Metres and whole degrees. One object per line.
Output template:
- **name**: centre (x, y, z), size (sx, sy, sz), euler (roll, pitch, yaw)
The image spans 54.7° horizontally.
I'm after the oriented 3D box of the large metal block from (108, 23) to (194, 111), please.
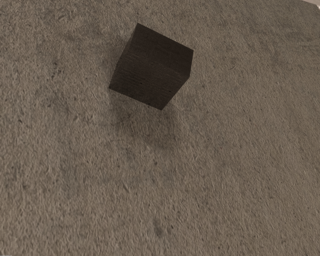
- **large metal block**: centre (-0.013, -0.078, 0.410), size (0.080, 0.080, 0.050), euler (22, 54, -15)
